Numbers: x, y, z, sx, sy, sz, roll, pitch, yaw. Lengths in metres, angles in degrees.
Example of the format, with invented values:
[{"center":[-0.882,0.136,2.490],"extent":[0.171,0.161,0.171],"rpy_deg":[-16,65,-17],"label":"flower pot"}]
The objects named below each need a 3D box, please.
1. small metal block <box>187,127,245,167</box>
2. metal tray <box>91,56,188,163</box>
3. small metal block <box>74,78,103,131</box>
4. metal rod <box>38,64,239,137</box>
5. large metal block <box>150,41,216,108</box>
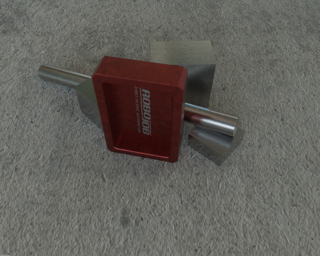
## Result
[{"center":[0.071,0.013,0.395],"extent":[0.050,0.025,0.050],"rpy_deg":[34,58,25],"label":"small metal block"},{"center":[-0.019,-0.015,0.349],"extent":[0.090,0.129,0.030],"rpy_deg":[9,51,8],"label":"metal tray"},{"center":[-0.083,-0.030,0.412],"extent":[0.050,0.050,0.025],"rpy_deg":[37,59,26],"label":"small metal block"},{"center":[-0.043,-0.044,0.423],"extent":[0.301,0.025,0.025],"rpy_deg":[17,52,20],"label":"metal rod"},{"center":[0.028,-0.072,0.428],"extent":[0.081,0.080,0.050],"rpy_deg":[-2,50,-2],"label":"large metal block"}]
